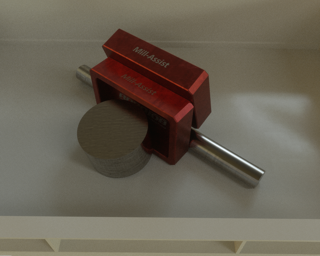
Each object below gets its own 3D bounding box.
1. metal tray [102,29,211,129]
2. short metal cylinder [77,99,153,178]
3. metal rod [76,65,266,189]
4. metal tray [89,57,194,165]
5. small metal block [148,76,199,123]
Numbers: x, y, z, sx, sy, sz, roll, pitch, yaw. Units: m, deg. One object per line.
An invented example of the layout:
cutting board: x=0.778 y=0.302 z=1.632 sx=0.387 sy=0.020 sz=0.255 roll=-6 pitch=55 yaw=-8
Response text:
metal tray: x=-0.002 y=-0.058 z=0.377 sx=0.130 sy=0.090 sz=0.030 roll=32 pitch=74 yaw=23
short metal cylinder: x=-0.051 y=0.013 z=0.368 sx=0.080 sy=0.050 sz=0.080 roll=-3 pitch=57 yaw=4
metal rod: x=-0.002 y=-0.013 z=0.416 sx=0.300 sy=0.025 sz=0.025 roll=32 pitch=57 yaw=23
metal tray: x=-0.024 y=-0.020 z=0.378 sx=0.130 sy=0.089 sz=0.030 roll=32 pitch=57 yaw=23
small metal block: x=0.019 y=-0.042 z=0.438 sx=0.050 sy=0.025 sz=0.050 roll=33 pitch=57 yaw=24
